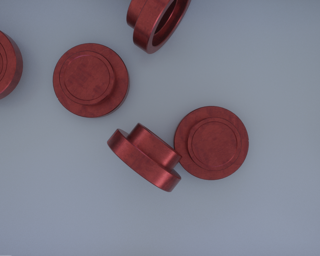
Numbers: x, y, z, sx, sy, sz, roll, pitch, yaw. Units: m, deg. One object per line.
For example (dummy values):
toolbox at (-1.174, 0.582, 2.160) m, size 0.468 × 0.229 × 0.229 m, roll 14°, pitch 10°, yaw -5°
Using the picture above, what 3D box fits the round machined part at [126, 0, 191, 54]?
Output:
round machined part at (-0.004, -0.143, 0.375) m, size 0.042 × 0.098 × 0.098 m, roll 36°, pitch 90°, yaw 5°

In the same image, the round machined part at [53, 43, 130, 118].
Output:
round machined part at (-0.090, -0.062, 0.402) m, size 0.099 × 0.042 × 0.097 m, roll 0°, pitch 90°, yaw -1°

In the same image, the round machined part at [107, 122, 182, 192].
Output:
round machined part at (-0.012, 0.030, 0.375) m, size 0.098 × 0.098 × 0.042 m, roll 38°, pitch 90°, yaw -1°

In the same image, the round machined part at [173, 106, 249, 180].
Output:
round machined part at (0.068, 0.020, 0.404) m, size 0.099 × 0.042 × 0.097 m, roll 0°, pitch 90°, yaw -1°

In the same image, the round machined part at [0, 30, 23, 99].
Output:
round machined part at (-0.226, -0.081, 0.400) m, size 0.099 × 0.042 × 0.097 m, roll 0°, pitch 90°, yaw -1°
